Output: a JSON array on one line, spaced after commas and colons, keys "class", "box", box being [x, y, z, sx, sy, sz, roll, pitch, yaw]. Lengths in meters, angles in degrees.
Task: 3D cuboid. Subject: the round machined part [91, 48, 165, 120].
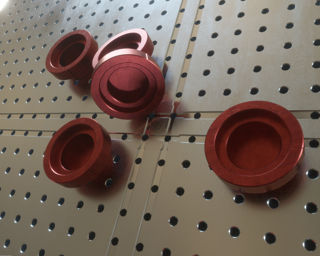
[{"class": "round machined part", "box": [-0.044, -0.063, 0.428, 0.098, 0.098, 0.042, -27, 34, 11]}]

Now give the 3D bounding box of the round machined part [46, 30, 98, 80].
[{"class": "round machined part", "box": [-0.151, -0.125, 0.555, 0.098, 0.042, 0.098, -13, 56, 21]}]

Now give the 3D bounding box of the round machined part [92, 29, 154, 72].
[{"class": "round machined part", "box": [-0.053, -0.107, 0.485, 0.098, 0.042, 0.098, -18, 45, 19]}]

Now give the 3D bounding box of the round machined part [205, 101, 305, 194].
[{"class": "round machined part", "box": [0.101, 0.023, 0.331, 0.098, 0.042, 0.098, -13, 56, 21]}]

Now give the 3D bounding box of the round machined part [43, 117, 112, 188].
[{"class": "round machined part", "box": [-0.109, 0.037, 0.433, 0.098, 0.042, 0.098, -13, 56, 21]}]
